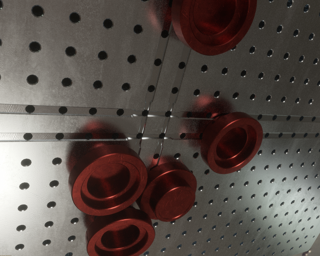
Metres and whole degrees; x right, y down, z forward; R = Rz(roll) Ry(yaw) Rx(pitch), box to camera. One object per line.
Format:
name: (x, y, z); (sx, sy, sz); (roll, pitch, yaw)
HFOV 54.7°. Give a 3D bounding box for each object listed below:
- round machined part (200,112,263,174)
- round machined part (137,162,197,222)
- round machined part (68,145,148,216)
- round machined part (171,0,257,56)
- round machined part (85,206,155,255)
round machined part: (0.103, 0.018, 0.470); (0.099, 0.042, 0.097); (-14, 125, -21)
round machined part: (0.015, 0.104, 0.475); (0.099, 0.042, 0.097); (-14, 125, -21)
round machined part: (-0.069, 0.063, 0.403); (0.099, 0.042, 0.097); (-14, 125, -21)
round machined part: (0.056, -0.135, 0.349); (0.099, 0.042, 0.097); (-14, 124, -21)
round machined part: (-0.060, 0.151, 0.456); (0.099, 0.042, 0.097); (-10, 127, -14)
